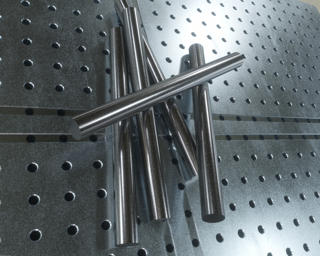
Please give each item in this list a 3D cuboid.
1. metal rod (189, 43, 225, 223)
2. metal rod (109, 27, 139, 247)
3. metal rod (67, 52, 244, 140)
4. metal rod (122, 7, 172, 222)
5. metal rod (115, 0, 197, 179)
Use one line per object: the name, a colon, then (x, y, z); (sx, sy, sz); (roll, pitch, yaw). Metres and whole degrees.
metal rod: (0.059, -0.018, 0.429); (0.025, 0.025, 0.300); (17, 48, -19)
metal rod: (-0.048, -0.010, 0.389); (0.025, 0.025, 0.299); (8, 58, -25)
metal rod: (0.018, -0.054, 0.405); (0.302, 0.025, 0.025); (-28, 77, -38)
metal rod: (-0.022, -0.034, 0.403); (0.025, 0.025, 0.299); (3, 65, -27)
metal rod: (-0.005, -0.069, 0.449); (0.025, 0.025, 0.299); (-11, 67, -33)
